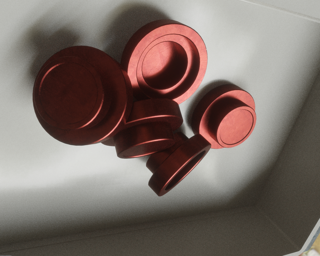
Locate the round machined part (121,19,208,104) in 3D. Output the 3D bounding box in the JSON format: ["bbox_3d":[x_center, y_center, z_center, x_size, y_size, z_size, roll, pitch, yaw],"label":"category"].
[{"bbox_3d":[0.001,-0.074,0.354,0.099,0.042,0.097,-14,125,-21],"label":"round machined part"}]

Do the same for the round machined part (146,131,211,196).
[{"bbox_3d":[0.020,0.043,0.418,0.098,0.042,0.098,-41,163,-15],"label":"round machined part"}]

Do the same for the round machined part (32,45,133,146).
[{"bbox_3d":[-0.079,-0.032,0.299,0.098,0.098,0.042,-50,172,7],"label":"round machined part"}]

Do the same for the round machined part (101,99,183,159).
[{"bbox_3d":[-0.020,0.006,0.358,0.099,0.042,0.098,-14,164,-4],"label":"round machined part"}]

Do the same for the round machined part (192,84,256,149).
[{"bbox_3d":[0.099,-0.010,0.447,0.099,0.042,0.097,-14,125,-21],"label":"round machined part"}]
